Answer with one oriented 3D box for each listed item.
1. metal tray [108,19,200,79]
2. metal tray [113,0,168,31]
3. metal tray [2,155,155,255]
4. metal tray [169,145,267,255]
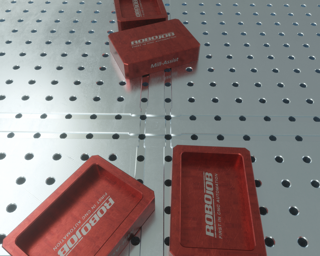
[{"bbox_3d":[-0.010,-0.135,0.518,0.131,0.030,0.090,-18,53,-15],"label":"metal tray"},{"bbox_3d":[-0.041,-0.231,0.597,0.091,0.030,0.130,-8,51,-7],"label":"metal tray"},{"bbox_3d":[-0.077,0.098,0.320,0.090,0.030,0.131,29,56,22],"label":"metal tray"},{"bbox_3d":[0.057,0.080,0.337,0.091,0.030,0.130,3,50,1],"label":"metal tray"}]
